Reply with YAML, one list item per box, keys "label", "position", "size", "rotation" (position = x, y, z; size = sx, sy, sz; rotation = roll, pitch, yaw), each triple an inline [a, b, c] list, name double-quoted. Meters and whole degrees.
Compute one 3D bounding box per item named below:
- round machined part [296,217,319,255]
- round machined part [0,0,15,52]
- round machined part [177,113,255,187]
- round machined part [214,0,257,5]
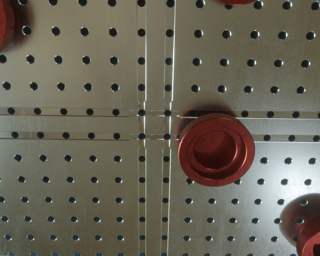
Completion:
- label: "round machined part"
  position: [0.257, 0.175, 0.473]
  size: [0.099, 0.042, 0.097]
  rotation: [0, 110, -1]
- label: "round machined part"
  position: [-0.216, -0.128, 0.354]
  size: [0.099, 0.042, 0.097]
  rotation: [0, 110, -1]
- label: "round machined part"
  position: [0.072, 0.026, 0.415]
  size: [0.099, 0.042, 0.097]
  rotation: [0, 110, -1]
- label: "round machined part"
  position: [0.089, -0.186, 0.337]
  size: [0.099, 0.042, 0.097]
  rotation: [0, 110, -1]
